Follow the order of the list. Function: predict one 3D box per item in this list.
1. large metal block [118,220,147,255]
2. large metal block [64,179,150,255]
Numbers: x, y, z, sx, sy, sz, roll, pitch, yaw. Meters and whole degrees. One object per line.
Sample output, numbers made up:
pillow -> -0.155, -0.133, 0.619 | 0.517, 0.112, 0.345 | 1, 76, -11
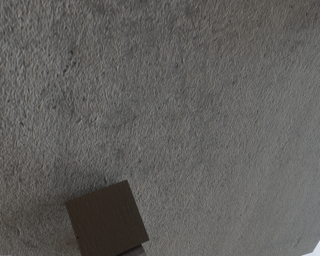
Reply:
large metal block -> -0.050, 0.186, 0.459 | 0.050, 0.080, 0.080 | -25, 128, -13
large metal block -> -0.069, 0.121, 0.400 | 0.081, 0.080, 0.050 | -18, 168, -18
